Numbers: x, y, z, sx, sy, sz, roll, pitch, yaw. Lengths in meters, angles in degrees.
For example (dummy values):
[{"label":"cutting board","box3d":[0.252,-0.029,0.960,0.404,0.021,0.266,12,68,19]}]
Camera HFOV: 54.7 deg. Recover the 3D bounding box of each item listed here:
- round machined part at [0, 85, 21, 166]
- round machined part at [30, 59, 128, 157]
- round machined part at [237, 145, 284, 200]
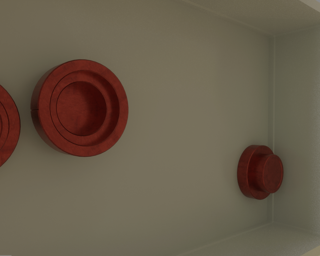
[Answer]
[{"label":"round machined part","box3d":[-0.167,-0.002,0.256,0.099,0.042,0.097,0,90,-40]},{"label":"round machined part","box3d":[-0.086,-0.020,0.325,0.099,0.042,0.097,0,90,-40]},{"label":"round machined part","box3d":[0.185,0.080,0.554,0.099,0.042,0.097,0,90,-40]}]
